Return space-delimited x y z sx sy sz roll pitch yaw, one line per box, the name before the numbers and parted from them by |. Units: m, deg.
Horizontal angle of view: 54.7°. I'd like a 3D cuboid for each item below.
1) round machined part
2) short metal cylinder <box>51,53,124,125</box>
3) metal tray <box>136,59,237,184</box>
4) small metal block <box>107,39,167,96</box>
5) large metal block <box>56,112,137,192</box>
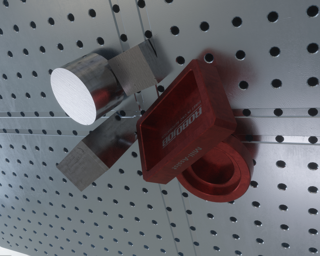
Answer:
round machined part | 0.068 0.043 0.391 0.098 0.042 0.097 13 124 20
short metal cylinder | -0.094 -0.051 0.402 0.080 0.050 0.079 25 136 27
metal tray | 0.022 -0.003 0.356 0.030 0.090 0.129 15 138 -32
small metal block | -0.028 -0.073 0.381 0.050 0.025 0.050 -17 109 34
large metal block | -0.088 0.034 0.443 0.050 0.080 0.080 47 129 -5
